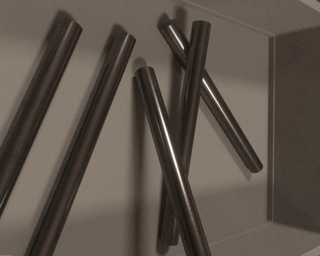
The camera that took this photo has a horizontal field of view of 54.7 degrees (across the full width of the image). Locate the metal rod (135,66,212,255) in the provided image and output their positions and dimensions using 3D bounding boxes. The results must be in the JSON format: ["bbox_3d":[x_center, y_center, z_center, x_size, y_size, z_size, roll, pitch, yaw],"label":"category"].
[{"bbox_3d":[0.020,0.063,0.343,0.025,0.025,0.299,2,63,-40],"label":"metal rod"}]

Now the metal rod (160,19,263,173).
[{"bbox_3d":[0.091,-0.034,0.485,0.300,0.025,0.025,52,59,-27],"label":"metal rod"}]

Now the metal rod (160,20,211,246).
[{"bbox_3d":[0.034,0.007,0.418,0.025,0.025,0.298,8,91,-40],"label":"metal rod"}]

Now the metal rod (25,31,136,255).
[{"bbox_3d":[-0.087,0.028,0.335,0.025,0.025,0.299,30,71,-36],"label":"metal rod"}]

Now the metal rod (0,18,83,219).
[{"bbox_3d":[-0.139,0.029,0.290,0.025,0.025,0.299,30,72,-37],"label":"metal rod"}]
